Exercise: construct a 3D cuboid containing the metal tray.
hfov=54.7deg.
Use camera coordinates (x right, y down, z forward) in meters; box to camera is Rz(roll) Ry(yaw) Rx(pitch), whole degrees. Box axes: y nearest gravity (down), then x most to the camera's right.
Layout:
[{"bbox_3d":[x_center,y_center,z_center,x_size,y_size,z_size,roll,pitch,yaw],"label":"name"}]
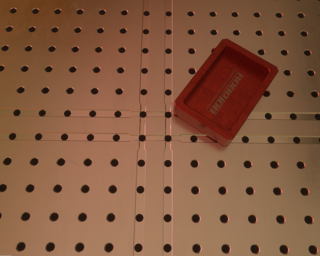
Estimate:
[{"bbox_3d":[0.091,-0.052,0.429,0.090,0.030,0.130,34,73,11],"label":"metal tray"}]
